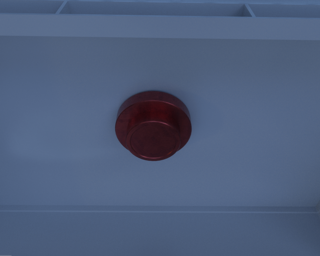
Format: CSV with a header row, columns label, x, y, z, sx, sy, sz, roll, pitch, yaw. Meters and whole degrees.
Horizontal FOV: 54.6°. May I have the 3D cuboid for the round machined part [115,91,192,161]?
label,x,y,z,sx,sy,sz,roll,pitch,yaw
round machined part,-0.008,0.005,0.398,0.099,0.042,0.097,0,130,0
